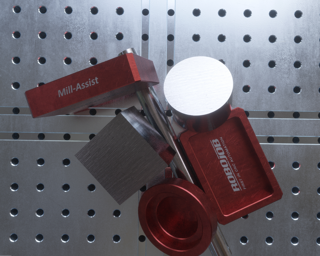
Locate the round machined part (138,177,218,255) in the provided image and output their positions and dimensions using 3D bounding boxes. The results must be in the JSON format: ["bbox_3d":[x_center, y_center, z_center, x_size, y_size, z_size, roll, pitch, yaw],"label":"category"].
[{"bbox_3d":[0.025,0.108,0.387,0.098,0.042,0.097,8,107,27],"label":"round machined part"}]

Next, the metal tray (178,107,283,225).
[{"bbox_3d":[0.091,0.048,0.408,0.090,0.030,0.129,-25,90,0],"label":"metal tray"}]

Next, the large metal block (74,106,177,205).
[{"bbox_3d":[-0.040,0.032,0.379,0.080,0.050,0.080,-42,91,18],"label":"large metal block"}]

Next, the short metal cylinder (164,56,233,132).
[{"bbox_3d":[0.049,-0.041,0.383,0.080,0.050,0.080,-4,66,10],"label":"short metal cylinder"}]

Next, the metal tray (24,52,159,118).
[{"bbox_3d":[-0.074,-0.047,0.362,0.130,0.090,0.030,-17,92,14],"label":"metal tray"}]

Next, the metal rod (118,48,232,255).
[{"bbox_3d":[0.020,0.035,0.409,0.025,0.025,0.299,-25,90,0],"label":"metal rod"}]
